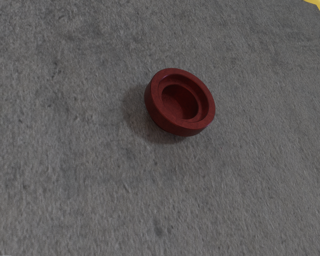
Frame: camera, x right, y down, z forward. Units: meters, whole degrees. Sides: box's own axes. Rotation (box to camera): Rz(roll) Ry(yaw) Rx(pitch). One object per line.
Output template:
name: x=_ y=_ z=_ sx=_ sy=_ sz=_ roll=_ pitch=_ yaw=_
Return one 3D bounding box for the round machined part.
round machined part: x=0.023 y=-0.031 z=0.426 sx=0.099 sy=0.042 sz=0.098 roll=14 pitch=56 yaw=-21
